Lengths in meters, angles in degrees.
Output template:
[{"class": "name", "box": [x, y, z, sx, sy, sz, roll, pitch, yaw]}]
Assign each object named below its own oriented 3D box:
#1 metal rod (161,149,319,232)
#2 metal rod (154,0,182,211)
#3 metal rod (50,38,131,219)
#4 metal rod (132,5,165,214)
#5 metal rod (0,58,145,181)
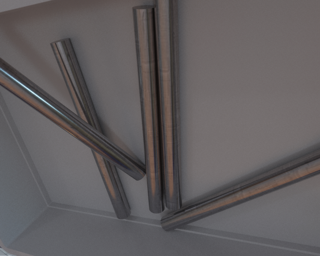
[{"class": "metal rod", "box": [0.107, 0.085, 0.404, 0.025, 0.025, 0.299, 49, 128, -7]}, {"class": "metal rod", "box": [0.013, -0.013, 0.392, 0.025, 0.025, 0.298, 10, 123, 22]}, {"class": "metal rod", "box": [-0.097, 0.017, 0.467, 0.025, 0.025, 0.298, -1, 118, 28]}, {"class": "metal rod", "box": [-0.011, -0.003, 0.411, 0.025, 0.025, 0.298, 11, 123, 22]}, {"class": "metal rod", "box": [-0.124, -0.016, 0.386, 0.025, 0.025, 0.300, -21, 132, 36]}]
